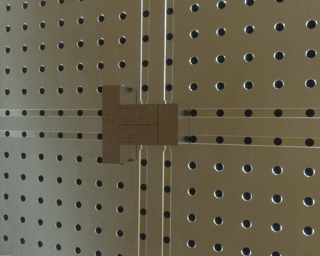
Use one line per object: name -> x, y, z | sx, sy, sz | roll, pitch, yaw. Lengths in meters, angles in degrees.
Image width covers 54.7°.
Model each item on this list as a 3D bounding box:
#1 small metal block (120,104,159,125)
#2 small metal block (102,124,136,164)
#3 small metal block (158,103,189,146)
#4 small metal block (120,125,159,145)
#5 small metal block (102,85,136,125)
small metal block -> -0.018, -0.017, 0.404 | 0.050, 0.050, 0.025 | 0, 90, 19
small metal block -> -0.054, 0.020, 0.416 | 0.025, 0.050, 0.050 | 0, 90, 20
small metal block -> 0.018, -0.004, 0.391 | 0.025, 0.050, 0.050 | 0, 90, 20
small metal block -> -0.018, 0.008, 0.404 | 0.050, 0.050, 0.025 | 0, 90, 19
small metal block -> -0.054, -0.029, 0.416 | 0.025, 0.050, 0.050 | 0, 90, 20
